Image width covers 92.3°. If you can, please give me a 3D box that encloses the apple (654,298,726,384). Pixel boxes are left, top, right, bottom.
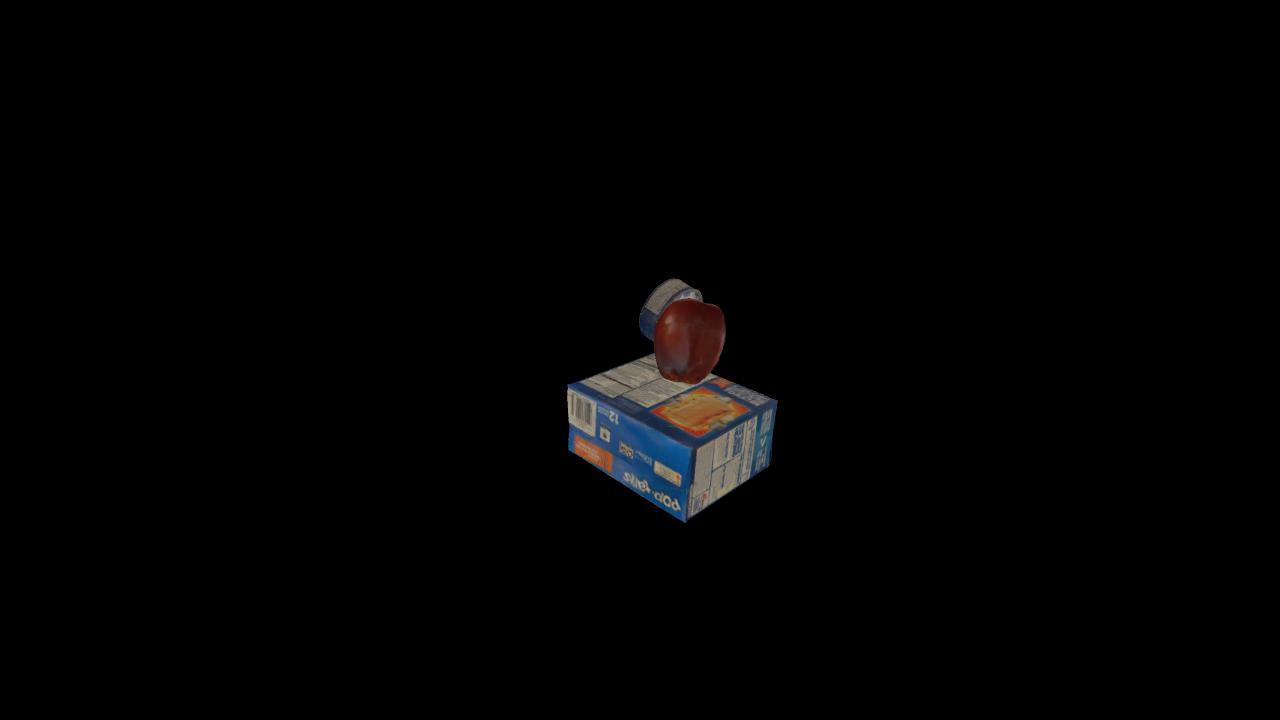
[{"bbox_3d":[0.050,-0.021,0.645,0.079,0.093,0.079,8,-15,2],"label":"apple"}]

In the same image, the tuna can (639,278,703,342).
[{"bbox_3d":[0.038,-0.058,0.762,0.034,0.084,0.084,36,20,30],"label":"tuna can"}]

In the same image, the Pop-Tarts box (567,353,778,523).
[{"bbox_3d":[0.031,0.069,0.636,0.167,0.083,0.141,24,32,38],"label":"Pop-Tarts box"}]
